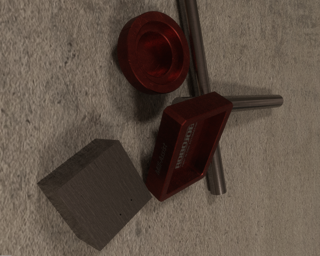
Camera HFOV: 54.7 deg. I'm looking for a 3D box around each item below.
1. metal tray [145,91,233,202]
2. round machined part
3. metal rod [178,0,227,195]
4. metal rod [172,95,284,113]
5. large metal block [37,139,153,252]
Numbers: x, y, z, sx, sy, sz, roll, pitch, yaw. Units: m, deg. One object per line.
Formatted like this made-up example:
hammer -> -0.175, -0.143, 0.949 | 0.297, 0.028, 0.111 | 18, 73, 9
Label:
metal tray -> 0.034, 0.024, 0.388 | 0.091, 0.030, 0.129 | -20, 138, -38
round machined part -> -0.012, -0.090, 0.385 | 0.099, 0.042, 0.097 | 0, 90, -40
metal rod -> 0.065, -0.045, 0.461 | 0.025, 0.025, 0.298 | -18, 102, -39
metal rod -> 0.125, -0.039, 0.487 | 0.302, 0.025, 0.025 | -8, 95, -47
large metal block -> -0.067, 0.068, 0.334 | 0.080, 0.050, 0.080 | -41, 116, -32
